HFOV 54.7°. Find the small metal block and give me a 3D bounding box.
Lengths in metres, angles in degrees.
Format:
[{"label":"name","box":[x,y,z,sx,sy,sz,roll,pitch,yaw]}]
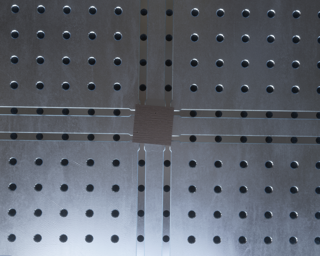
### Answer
[{"label":"small metal block","box":[-0.009,-0.004,0.413,0.050,0.025,0.050,5,90,-1]}]
